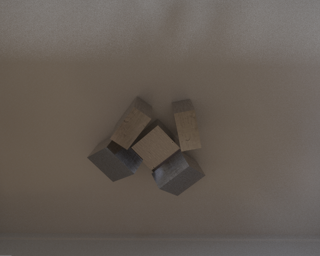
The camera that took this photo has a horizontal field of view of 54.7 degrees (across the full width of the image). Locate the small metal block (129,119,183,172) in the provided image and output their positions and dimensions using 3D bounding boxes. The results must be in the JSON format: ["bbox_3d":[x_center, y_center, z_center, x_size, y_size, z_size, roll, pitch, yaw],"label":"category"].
[{"bbox_3d":[-0.005,0.025,0.418,0.050,0.025,0.050,-40,106,13],"label":"small metal block"}]

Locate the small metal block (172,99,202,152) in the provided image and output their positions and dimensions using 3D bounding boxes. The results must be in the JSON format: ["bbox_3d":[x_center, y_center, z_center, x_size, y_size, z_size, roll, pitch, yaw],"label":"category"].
[{"bbox_3d":[0.033,-0.005,0.394,0.025,0.050,0.050,-11,110,3],"label":"small metal block"}]

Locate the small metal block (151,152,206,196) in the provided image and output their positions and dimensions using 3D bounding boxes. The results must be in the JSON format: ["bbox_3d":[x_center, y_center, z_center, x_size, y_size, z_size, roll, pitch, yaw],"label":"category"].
[{"bbox_3d":[0.026,0.063,0.419,0.050,0.025,0.050,-39,143,12],"label":"small metal block"}]

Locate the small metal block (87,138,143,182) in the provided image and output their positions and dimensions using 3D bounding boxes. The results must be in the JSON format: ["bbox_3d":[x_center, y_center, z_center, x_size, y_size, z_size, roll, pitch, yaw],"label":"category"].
[{"bbox_3d":[-0.060,0.041,0.412,0.050,0.025,0.050,47,136,-16],"label":"small metal block"}]

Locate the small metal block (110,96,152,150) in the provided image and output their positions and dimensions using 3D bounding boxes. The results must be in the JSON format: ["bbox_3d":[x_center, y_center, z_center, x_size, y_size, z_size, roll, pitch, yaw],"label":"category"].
[{"bbox_3d":[-0.035,-0.007,0.392,0.025,0.050,0.050,35,106,-12],"label":"small metal block"}]
